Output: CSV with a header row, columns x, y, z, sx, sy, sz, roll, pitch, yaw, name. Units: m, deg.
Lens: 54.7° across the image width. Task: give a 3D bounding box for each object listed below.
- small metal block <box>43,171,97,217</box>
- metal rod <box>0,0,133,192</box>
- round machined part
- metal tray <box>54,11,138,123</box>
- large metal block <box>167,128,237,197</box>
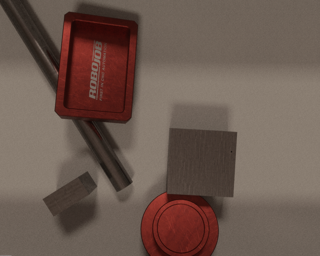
x,y,z,sx,sy,sz,roll,pitch,yaw,name
-0.113,0.083,0.398,0.050,0.050,0.025,-32,90,0,small metal block
-0.125,-0.049,0.409,0.025,0.025,0.299,-32,90,0,metal rod
0.025,0.126,0.388,0.099,0.042,0.098,0,70,-1,round machined part
-0.078,-0.074,0.392,0.091,0.030,0.129,5,83,-11,metal tray
0.051,0.042,0.400,0.081,0.050,0.079,3,90,-1,large metal block
